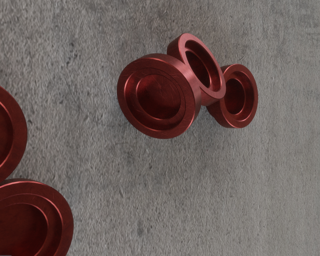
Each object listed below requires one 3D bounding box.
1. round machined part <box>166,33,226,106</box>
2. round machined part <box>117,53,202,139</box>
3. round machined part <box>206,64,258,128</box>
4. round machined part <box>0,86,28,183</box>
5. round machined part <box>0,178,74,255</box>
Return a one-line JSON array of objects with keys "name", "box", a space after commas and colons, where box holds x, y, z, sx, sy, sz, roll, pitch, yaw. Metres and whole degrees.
[{"name": "round machined part", "box": [0.042, -0.072, 0.412, 0.098, 0.042, 0.098, 31, 45, -36]}, {"name": "round machined part", "box": [0.002, -0.039, 0.363, 0.042, 0.098, 0.098, -45, 119, -52]}, {"name": "round machined part", "box": [0.107, -0.048, 0.483, 0.099, 0.042, 0.097, 0, 90, -40]}, {"name": "round machined part", "box": [-0.166, 0.006, 0.254, 0.099, 0.042, 0.097, 0, 90, -40]}, {"name": "round machined part", "box": [-0.134, 0.094, 0.282, 0.099, 0.042, 0.097, 0, 90, -40]}]
